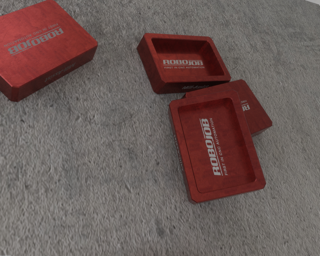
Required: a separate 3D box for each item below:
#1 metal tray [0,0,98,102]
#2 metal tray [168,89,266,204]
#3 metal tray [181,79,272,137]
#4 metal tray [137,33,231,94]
[{"bbox_3d":[-0.153,-0.099,0.378,0.090,0.030,0.131,44,51,2],"label":"metal tray"},{"bbox_3d":[0.068,0.022,0.390,0.091,0.030,0.129,-11,72,-5],"label":"metal tray"},{"bbox_3d":[0.099,-0.020,0.466,0.131,0.030,0.090,-17,71,-35],"label":"metal tray"},{"bbox_3d":[0.039,-0.101,0.482,0.131,0.030,0.090,-7,65,-31],"label":"metal tray"}]
